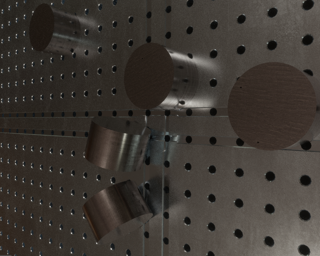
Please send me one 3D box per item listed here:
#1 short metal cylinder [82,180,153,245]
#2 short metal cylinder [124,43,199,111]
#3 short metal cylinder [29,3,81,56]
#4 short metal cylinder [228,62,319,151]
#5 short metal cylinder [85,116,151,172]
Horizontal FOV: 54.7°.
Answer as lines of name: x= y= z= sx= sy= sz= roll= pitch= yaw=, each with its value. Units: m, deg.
short metal cylinder: x=-0.057 y=0.114 z=0.418 sx=0.080 sy=0.081 sz=0.050 roll=-46 pitch=63 yaw=30
short metal cylinder: x=0.001 y=-0.062 z=0.391 sx=0.080 sy=0.050 sz=0.079 roll=0 pitch=90 yaw=39
short metal cylinder: x=-0.185 y=-0.170 z=0.542 sx=0.080 sy=0.050 sz=0.079 roll=0 pitch=90 yaw=39
short metal cylinder: x=0.114 y=-0.020 z=0.298 sx=0.080 sy=0.050 sz=0.079 roll=0 pitch=90 yaw=40
short metal cylinder: x=-0.057 y=0.020 z=0.418 sx=0.080 sy=0.081 sz=0.050 roll=24 pitch=105 yaw=37
